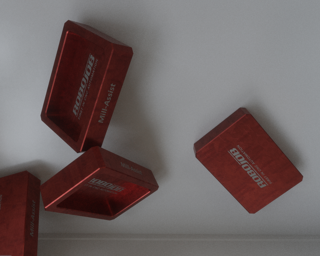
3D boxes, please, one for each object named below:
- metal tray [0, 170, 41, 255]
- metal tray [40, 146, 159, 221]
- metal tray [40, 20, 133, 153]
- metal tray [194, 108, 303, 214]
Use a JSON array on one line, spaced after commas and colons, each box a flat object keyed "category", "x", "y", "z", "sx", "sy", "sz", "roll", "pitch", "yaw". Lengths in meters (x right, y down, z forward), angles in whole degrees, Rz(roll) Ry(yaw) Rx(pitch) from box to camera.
[{"category": "metal tray", "x": -0.208, "y": 0.128, "z": 0.403, "sx": 0.090, "sy": 0.130, "sz": 0.030, "roll": -16, "pitch": 145, "yaw": 5}, {"category": "metal tray", "x": -0.071, "y": 0.076, "z": 0.394, "sx": 0.090, "sy": 0.030, "sz": 0.130, "roll": -36, "pitch": 147, "yaw": 12}, {"category": "metal tray", "x": -0.090, "y": -0.048, "z": 0.361, "sx": 0.090, "sy": 0.030, "sz": 0.129, "roll": 34, "pitch": 112, "yaw": 32}, {"category": "metal tray", "x": 0.121, "y": 0.047, "z": 0.428, "sx": 0.090, "sy": 0.030, "sz": 0.130, "roll": -40, "pitch": 106, "yaw": 13}]
